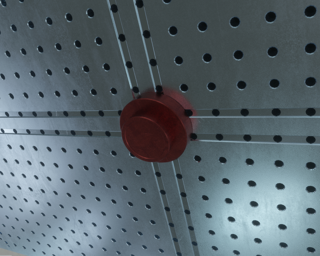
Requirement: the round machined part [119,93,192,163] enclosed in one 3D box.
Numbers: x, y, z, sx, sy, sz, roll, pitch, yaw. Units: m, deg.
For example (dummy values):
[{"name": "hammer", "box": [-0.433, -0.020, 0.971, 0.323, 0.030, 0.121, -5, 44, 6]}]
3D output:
[{"name": "round machined part", "box": [-0.011, 0.006, 0.408, 0.098, 0.042, 0.097, 13, 124, 20]}]
